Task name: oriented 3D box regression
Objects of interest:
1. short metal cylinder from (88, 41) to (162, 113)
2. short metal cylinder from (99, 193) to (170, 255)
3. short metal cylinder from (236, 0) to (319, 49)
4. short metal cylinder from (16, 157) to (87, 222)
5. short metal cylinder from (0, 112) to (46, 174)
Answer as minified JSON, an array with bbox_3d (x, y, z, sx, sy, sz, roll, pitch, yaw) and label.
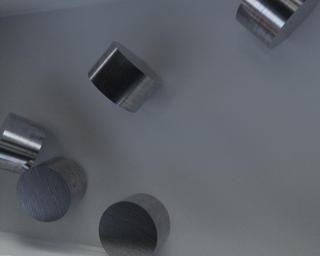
[{"bbox_3d":[-0.044,-0.065,0.397,0.080,0.080,0.050,46,104,14],"label":"short metal cylinder"},{"bbox_3d":[-0.032,0.131,0.409,0.080,0.050,0.080,0,90,20],"label":"short metal cylinder"},{"bbox_3d":[0.130,-0.133,0.335,0.050,0.080,0.080,47,104,14],"label":"short metal cylinder"},{"bbox_3d":[-0.153,0.086,0.443,0.080,0.050,0.079,2,99,10],"label":"short metal cylinder"},{"bbox_3d":[-0.208,0.023,0.449,0.080,0.050,0.080,-38,38,38],"label":"short metal cylinder"}]
